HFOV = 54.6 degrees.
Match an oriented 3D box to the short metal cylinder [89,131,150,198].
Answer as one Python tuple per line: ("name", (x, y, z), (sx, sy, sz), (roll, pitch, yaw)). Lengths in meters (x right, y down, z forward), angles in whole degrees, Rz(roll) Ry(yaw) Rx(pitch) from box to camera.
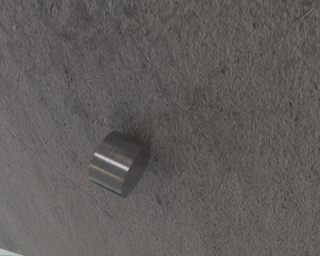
("short metal cylinder", (-0.055, 0.050, 0.432), (0.050, 0.080, 0.079), (24, 127, 14))
